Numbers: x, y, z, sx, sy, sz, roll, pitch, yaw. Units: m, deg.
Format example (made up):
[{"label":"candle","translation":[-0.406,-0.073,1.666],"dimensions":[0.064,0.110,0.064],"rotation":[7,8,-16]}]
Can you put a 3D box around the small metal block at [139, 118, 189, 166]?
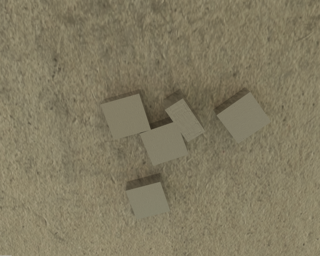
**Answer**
[{"label":"small metal block","translation":[0.006,0.017,0.416],"dimensions":[0.050,0.025,0.050],"rotation":[-19,110,6]}]

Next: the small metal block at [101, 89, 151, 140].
[{"label":"small metal block","translation":[-0.043,-0.018,0.403],"dimensions":[0.050,0.025,0.050],"rotation":[-15,110,5]}]

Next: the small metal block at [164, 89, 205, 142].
[{"label":"small metal block","translation":[0.030,-0.017,0.391],"dimensions":[0.025,0.050,0.050],"rotation":[-33,107,10]}]

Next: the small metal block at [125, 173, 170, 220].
[{"label":"small metal block","translation":[-0.017,0.098,0.446],"dimensions":[0.050,0.025,0.050],"rotation":[-16,110,5]}]

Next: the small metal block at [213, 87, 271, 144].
[{"label":"small metal block","translation":[0.107,-0.016,0.405],"dimensions":[0.050,0.025,0.050],"rotation":[-36,107,12]}]
